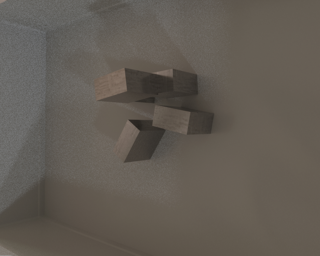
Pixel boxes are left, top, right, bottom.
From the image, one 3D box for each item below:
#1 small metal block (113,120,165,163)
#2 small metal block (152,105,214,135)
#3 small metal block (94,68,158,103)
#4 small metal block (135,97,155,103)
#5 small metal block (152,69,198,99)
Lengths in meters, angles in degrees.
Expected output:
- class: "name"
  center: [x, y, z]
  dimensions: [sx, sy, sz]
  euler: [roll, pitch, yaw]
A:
- class: "small metal block"
  center: [-0.027, 0.017, 0.411]
  dimensions: [0.025, 0.050, 0.050]
  euler: [42, 115, 32]
- class: "small metal block"
  center: [0.028, -0.010, 0.366]
  dimensions: [0.050, 0.050, 0.025]
  euler: [15, 99, 39]
- class: "small metal block"
  center: [-0.039, -0.047, 0.355]
  dimensions: [0.050, 0.050, 0.025]
  euler: [-11, 83, 39]
- class: "small metal block"
  center: [-0.042, -0.049, 0.423]
  dimensions: [0.050, 0.050, 0.025]
  euler: [9, 96, 39]
- class: "small metal block"
  center: [0.011, -0.053, 0.380]
  dimensions: [0.050, 0.050, 0.025]
  euler: [-3, 88, 39]
